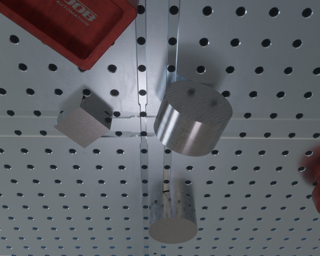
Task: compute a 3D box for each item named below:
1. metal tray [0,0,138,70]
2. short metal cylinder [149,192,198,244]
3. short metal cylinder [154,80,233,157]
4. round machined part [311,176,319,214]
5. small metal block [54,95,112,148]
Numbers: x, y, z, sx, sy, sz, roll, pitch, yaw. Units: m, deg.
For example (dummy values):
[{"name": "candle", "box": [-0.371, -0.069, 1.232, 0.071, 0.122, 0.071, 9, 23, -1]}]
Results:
[{"name": "metal tray", "box": [-0.097, -0.127, 0.298, 0.130, 0.030, 0.090, 35, 122, -26]}, {"name": "short metal cylinder", "box": [0.021, 0.153, 0.526, 0.081, 0.050, 0.079, 0, 130, 0]}, {"name": "short metal cylinder", "box": [0.038, -0.013, 0.365, 0.081, 0.080, 0.050, 12, 129, -10]}, {"name": "round machined part", "box": [0.289, 0.097, 0.487, 0.099, 0.042, 0.097, 0, 130, 0]}, {"name": "small metal block", "box": [-0.100, -0.007, 0.405, 0.050, 0.025, 0.050, -33, 123, 25]}]
